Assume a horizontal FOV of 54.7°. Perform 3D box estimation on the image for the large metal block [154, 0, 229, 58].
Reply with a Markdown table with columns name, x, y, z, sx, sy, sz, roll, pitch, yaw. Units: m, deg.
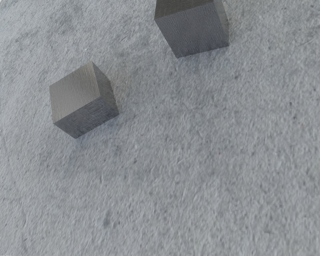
| name | x | y | z | sx | sy | sz | roll | pitch | yaw |
| --- | --- | --- | --- | --- | --- | --- | --- | --- | --- |
| large metal block | 0.047 | -0.151 | 0.435 | 0.080 | 0.080 | 0.050 | -8 | 58 | 23 |

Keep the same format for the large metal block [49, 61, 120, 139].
| name | x | y | z | sx | sy | sz | roll | pitch | yaw |
| --- | --- | --- | --- | --- | --- | --- | --- | --- | --- |
| large metal block | -0.117 | -0.043 | 0.474 | 0.080 | 0.050 | 0.080 | -28 | 52 | 10 |
